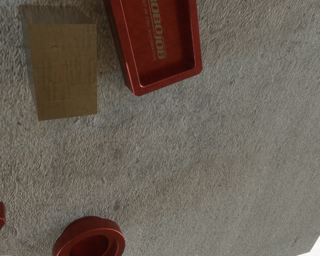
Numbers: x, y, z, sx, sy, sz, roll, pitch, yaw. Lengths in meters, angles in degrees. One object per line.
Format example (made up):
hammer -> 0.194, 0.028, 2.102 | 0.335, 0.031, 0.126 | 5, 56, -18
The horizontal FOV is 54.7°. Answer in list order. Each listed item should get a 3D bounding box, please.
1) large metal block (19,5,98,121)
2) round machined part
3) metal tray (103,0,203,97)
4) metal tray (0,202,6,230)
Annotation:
large metal block -> -0.093, -0.063, 0.282 | 0.050, 0.080, 0.079 | -9, 122, -24
round machined part -> -0.103, 0.166, 0.443 | 0.099, 0.042, 0.097 | -14, 125, -21
metal tray -> -0.005, -0.108, 0.335 | 0.091, 0.030, 0.129 | -23, 127, -15
metal tray -> -0.250, 0.130, 0.347 | 0.090, 0.030, 0.130 | 32, 101, -39
